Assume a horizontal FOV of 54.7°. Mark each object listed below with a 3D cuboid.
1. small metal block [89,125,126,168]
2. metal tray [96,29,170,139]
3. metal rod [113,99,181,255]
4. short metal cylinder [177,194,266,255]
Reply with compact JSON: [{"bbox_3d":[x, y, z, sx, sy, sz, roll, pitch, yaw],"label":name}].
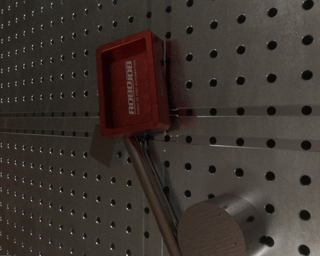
[{"bbox_3d":[-0.078,0.027,0.471,0.050,0.025,0.050,24,105,37],"label":"small metal block"},{"bbox_3d":[-0.039,-0.056,0.416,0.090,0.030,0.129,-11,78,26],"label":"metal tray"},{"bbox_3d":[-0.005,0.092,0.411,0.025,0.025,0.299,-38,67,33],"label":"metal rod"},{"bbox_3d":[0.066,0.116,0.337,0.080,0.050,0.079,0,90,39],"label":"short metal cylinder"}]
